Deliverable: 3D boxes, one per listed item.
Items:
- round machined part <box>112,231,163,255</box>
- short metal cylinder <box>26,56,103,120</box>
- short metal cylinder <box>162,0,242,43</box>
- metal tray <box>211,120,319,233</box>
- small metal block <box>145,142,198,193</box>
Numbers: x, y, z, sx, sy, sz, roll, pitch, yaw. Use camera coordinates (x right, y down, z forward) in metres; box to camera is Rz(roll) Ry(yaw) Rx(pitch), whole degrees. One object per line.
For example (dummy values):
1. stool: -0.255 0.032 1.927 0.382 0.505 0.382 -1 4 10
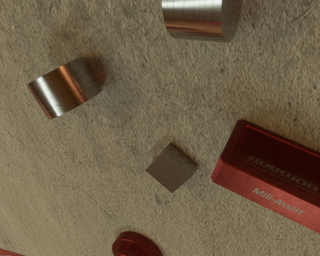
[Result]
1. round machined part: -0.047 0.242 0.570 0.098 0.042 0.097 13 124 21
2. short metal cylinder: -0.123 -0.053 0.404 0.080 0.080 0.050 -16 110 34
3. short metal cylinder: 0.041 -0.119 0.276 0.050 0.080 0.079 11 123 22
4. metal tray: 0.129 0.047 0.325 0.130 0.090 0.030 25 127 12
5. small metal block: 0.016 0.056 0.433 0.050 0.025 0.050 41 129 0
